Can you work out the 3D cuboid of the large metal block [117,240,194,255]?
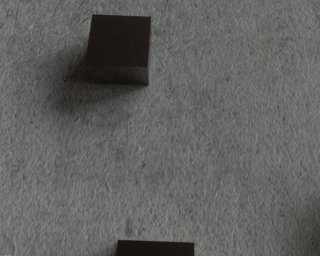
[{"bbox_3d":[-0.006,0.165,0.335,0.081,0.050,0.080,2,70,0],"label":"large metal block"}]

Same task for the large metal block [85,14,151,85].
[{"bbox_3d":[-0.054,-0.108,0.434,0.081,0.050,0.080,2,70,0],"label":"large metal block"}]
